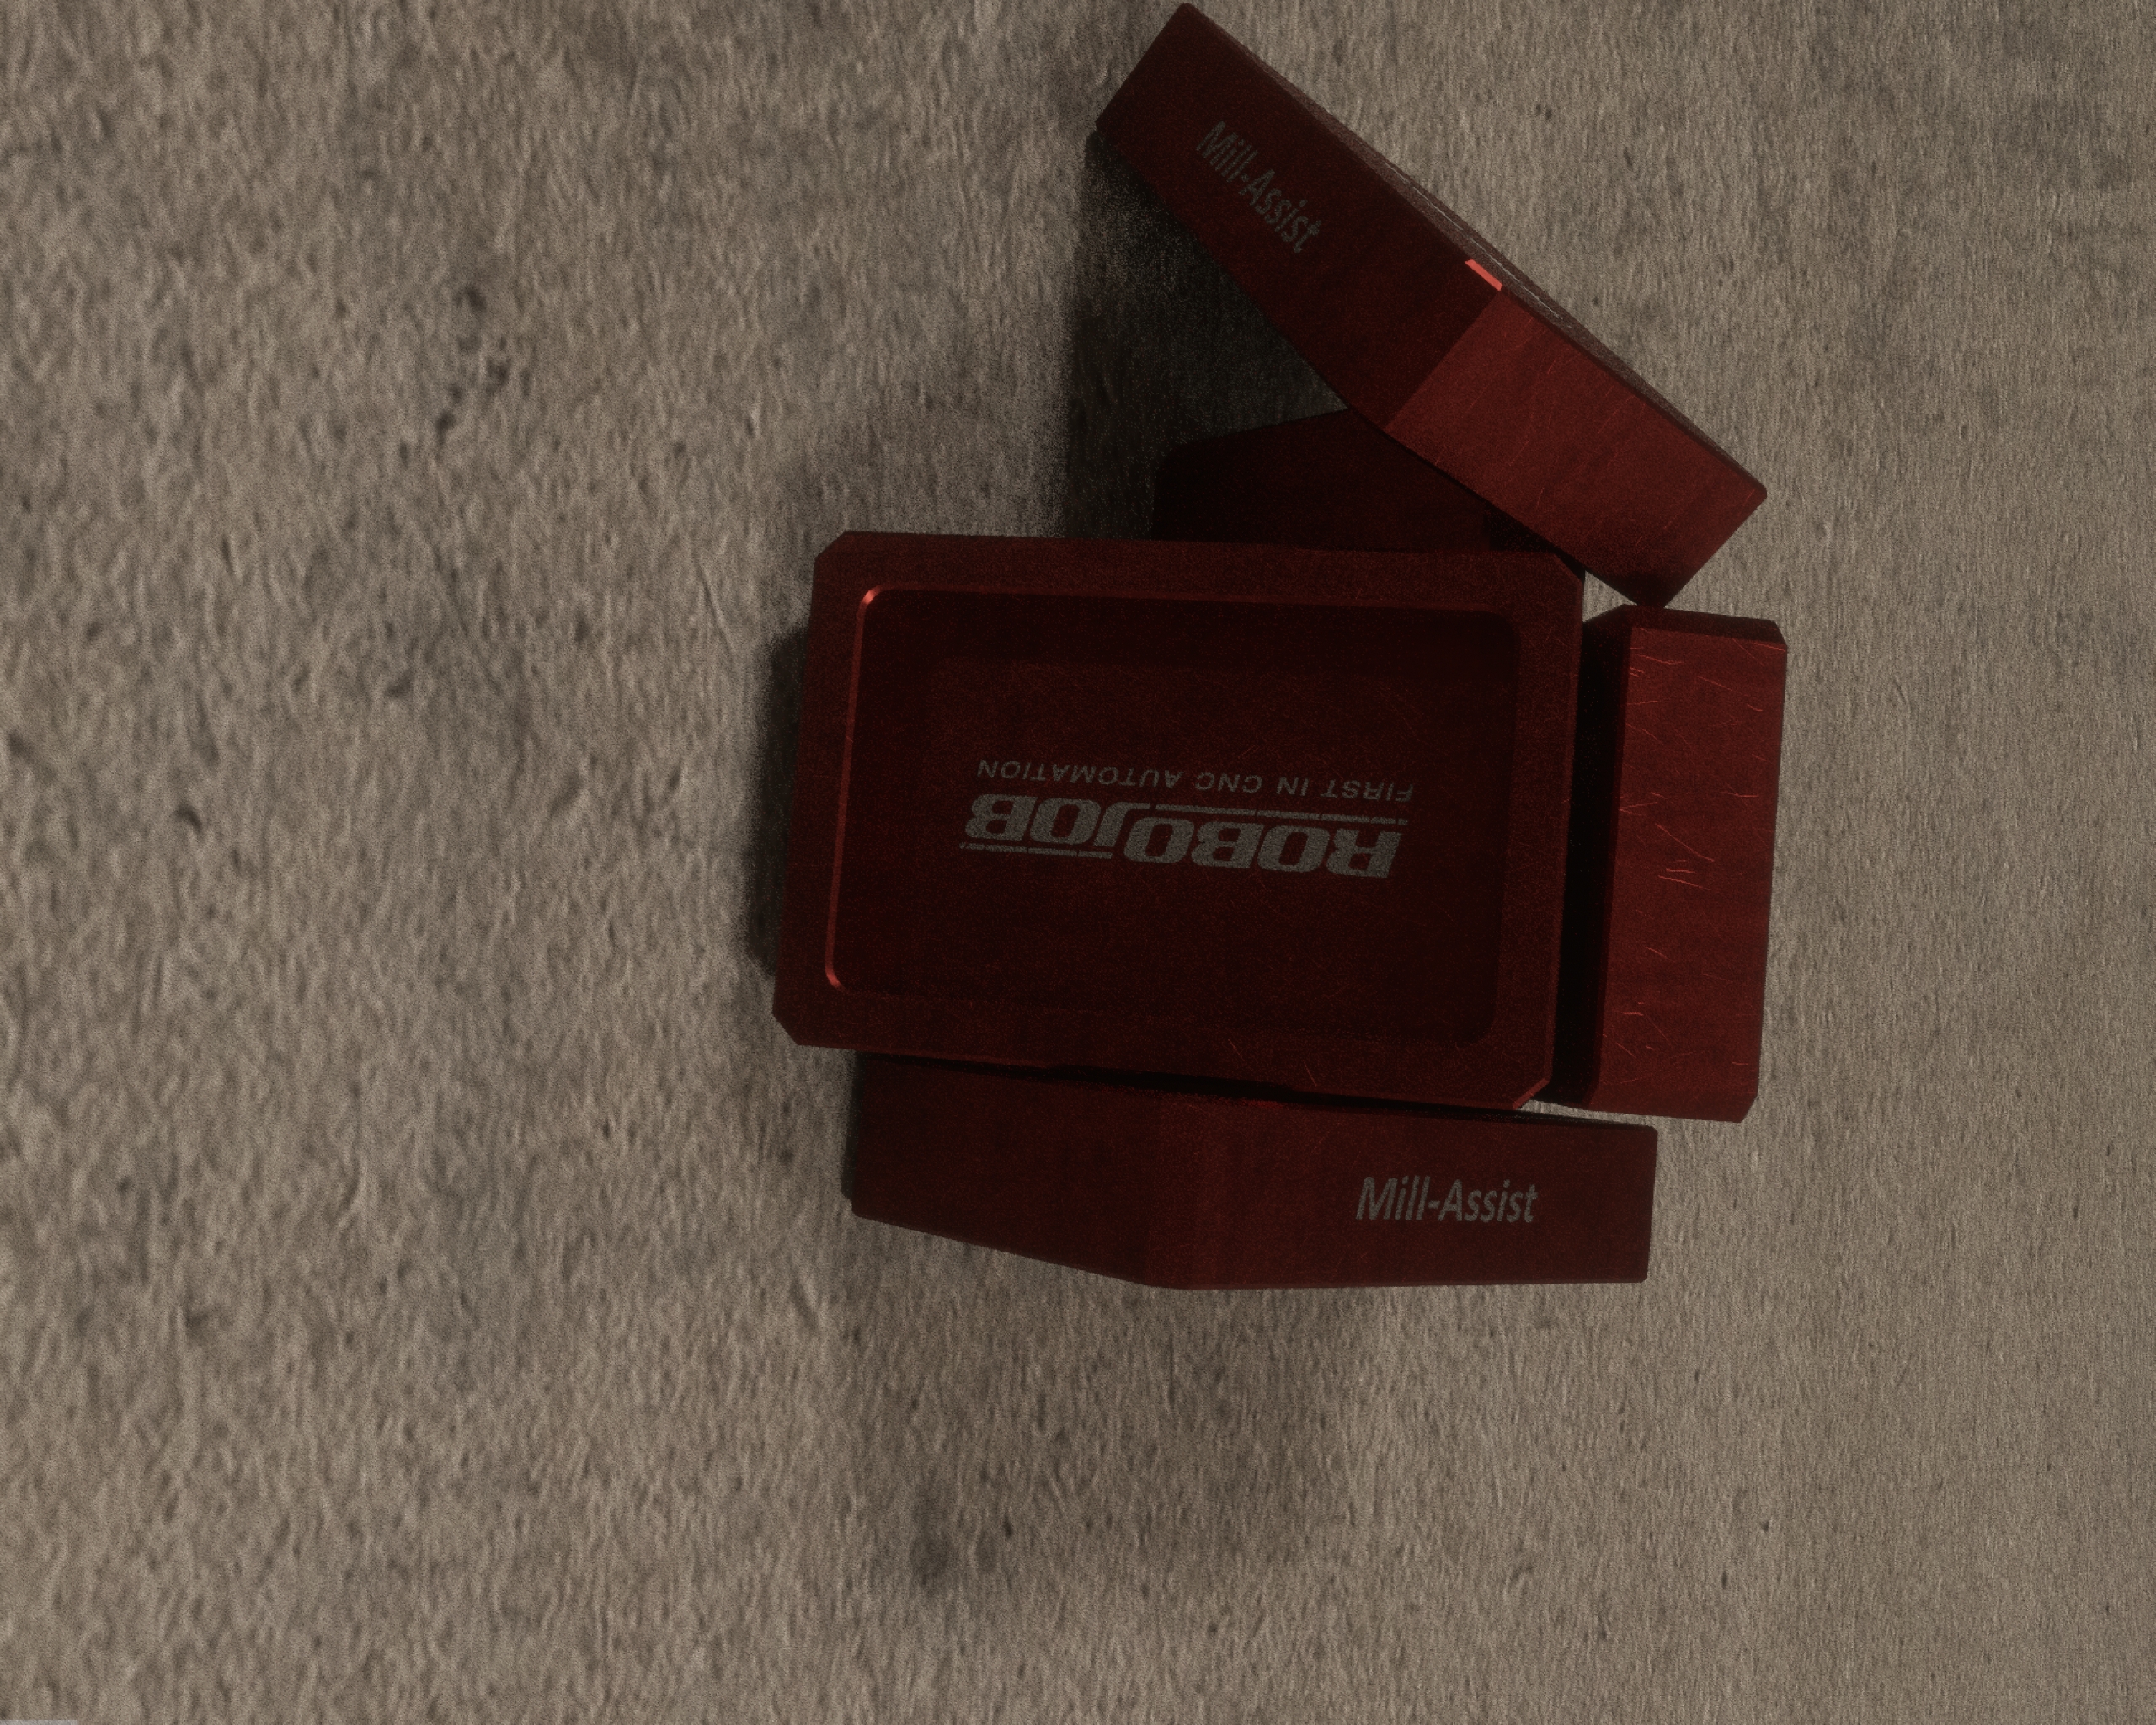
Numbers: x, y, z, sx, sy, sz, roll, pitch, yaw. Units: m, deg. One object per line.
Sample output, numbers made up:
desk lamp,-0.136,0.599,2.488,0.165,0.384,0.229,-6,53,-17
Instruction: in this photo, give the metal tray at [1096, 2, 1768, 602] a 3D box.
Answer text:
metal tray,0.065,-0.109,0.403,0.090,0.130,0.030,22,117,-38

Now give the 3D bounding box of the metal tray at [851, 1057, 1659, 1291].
metal tray,0.035,0.058,0.395,0.131,0.090,0.030,9,85,-40

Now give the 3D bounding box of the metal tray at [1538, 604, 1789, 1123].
metal tray,0.099,0.003,0.427,0.030,0.130,0.089,6,86,-7

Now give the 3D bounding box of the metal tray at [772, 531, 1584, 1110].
metal tray,0.017,-0.008,0.359,0.030,0.131,0.089,21,73,-76

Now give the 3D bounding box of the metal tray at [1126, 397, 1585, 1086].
metal tray,0.051,-0.021,0.408,0.030,0.090,0.129,10,84,-40
